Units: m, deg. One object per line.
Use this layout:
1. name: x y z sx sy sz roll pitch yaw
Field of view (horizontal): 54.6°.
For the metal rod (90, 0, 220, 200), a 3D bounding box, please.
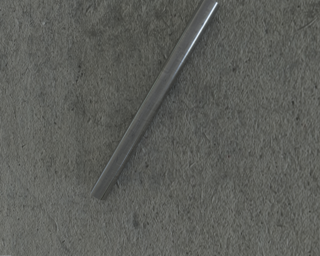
1. metal rod: -0.012 -0.031 0.413 0.025 0.025 0.299 34 101 17
